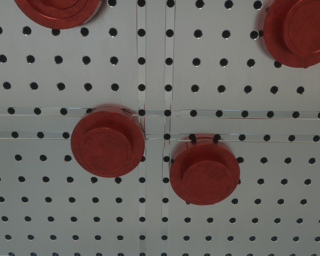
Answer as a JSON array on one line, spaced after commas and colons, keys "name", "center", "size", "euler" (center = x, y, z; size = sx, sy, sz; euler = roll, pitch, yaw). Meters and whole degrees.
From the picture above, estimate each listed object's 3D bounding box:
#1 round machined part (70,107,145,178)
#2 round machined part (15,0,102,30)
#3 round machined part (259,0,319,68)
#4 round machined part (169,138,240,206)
[{"name": "round machined part", "center": [-0.070, 0.024, 0.412], "size": [0.099, 0.042, 0.097], "euler": [0, 110, -1]}, {"name": "round machined part", "center": [-0.110, -0.161, 0.343], "size": [0.099, 0.042, 0.097], "euler": [0, 110, -1]}, {"name": "round machined part", "center": [0.171, -0.119, 0.363], "size": [0.099, 0.042, 0.097], "euler": [0, 110, -1]}, {"name": "round machined part", "center": [0.062, 0.067, 0.430], "size": [0.099, 0.042, 0.097], "euler": [0, 110, -1]}]
